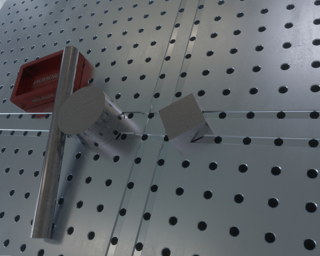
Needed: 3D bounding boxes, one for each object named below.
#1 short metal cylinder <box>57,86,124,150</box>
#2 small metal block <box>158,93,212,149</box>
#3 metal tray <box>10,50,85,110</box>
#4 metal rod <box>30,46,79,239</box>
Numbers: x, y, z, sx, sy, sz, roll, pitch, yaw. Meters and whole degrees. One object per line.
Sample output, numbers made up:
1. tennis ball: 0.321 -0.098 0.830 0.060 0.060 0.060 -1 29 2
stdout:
1. short metal cylinder: -0.101 -0.014 0.454 0.080 0.050 0.080 -13 56 21
2. small metal block: 0.032 -0.009 0.397 0.050 0.025 0.050 -28 52 11
3. metal tray: -0.206 -0.091 0.569 0.130 0.030 0.090 -13 56 21
4. metal rod: -0.152 0.007 0.462 0.025 0.025 0.299 -9 64 23
